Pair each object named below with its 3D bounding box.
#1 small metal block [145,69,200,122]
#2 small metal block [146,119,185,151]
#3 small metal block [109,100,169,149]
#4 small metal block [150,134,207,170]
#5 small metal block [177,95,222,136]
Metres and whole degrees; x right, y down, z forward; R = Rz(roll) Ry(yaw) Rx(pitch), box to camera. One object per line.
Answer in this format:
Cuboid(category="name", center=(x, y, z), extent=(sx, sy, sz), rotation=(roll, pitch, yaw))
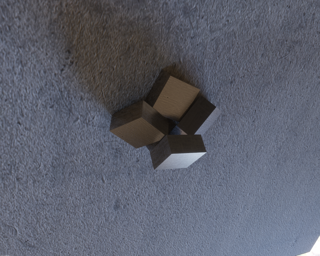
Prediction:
Cuboid(category="small metal block", center=(0.014, -0.040, 0.393), extent=(0.050, 0.025, 0.050), rotation=(19, 108, -36))
Cuboid(category="small metal block", center=(0.015, 0.020, 0.431), extent=(0.050, 0.025, 0.050), rotation=(-48, 129, 5))
Cuboid(category="small metal block", center=(-0.025, -0.003, 0.380), extent=(0.050, 0.025, 0.050), rotation=(-21, 139, 31))
Cuboid(category="small metal block", center=(0.022, 0.031, 0.394), extent=(0.050, 0.025, 0.050), rotation=(0, 151, -29))
Cuboid(category="small metal block", center=(0.054, -0.013, 0.418), extent=(0.050, 0.025, 0.050), rotation=(-52, 162, 8))
